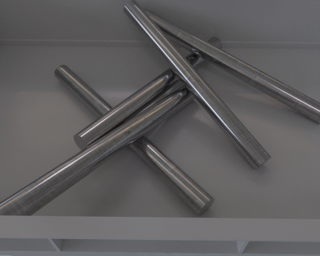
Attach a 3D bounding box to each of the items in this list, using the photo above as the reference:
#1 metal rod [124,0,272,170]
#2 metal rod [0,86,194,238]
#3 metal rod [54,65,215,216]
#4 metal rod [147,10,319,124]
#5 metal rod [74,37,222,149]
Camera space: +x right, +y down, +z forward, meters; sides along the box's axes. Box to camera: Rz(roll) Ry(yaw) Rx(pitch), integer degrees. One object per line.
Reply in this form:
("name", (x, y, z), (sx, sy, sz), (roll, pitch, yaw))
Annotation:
("metal rod", (0.039, -0.071, 0.421), (0.025, 0.025, 0.299), (-28, 69, -22))
("metal rod", (-0.045, 0.012, 0.353), (0.025, 0.025, 0.302), (32, 46, 24))
("metal rod", (-0.050, 0.000, 0.404), (0.025, 0.025, 0.300), (-35, 58, -25))
("metal rod", (0.101, -0.095, 0.454), (0.300, 0.025, 0.025), (33, 57, 13))
("metal rod", (0.003, -0.062, 0.435), (0.025, 0.025, 0.302), (30, 50, 23))
